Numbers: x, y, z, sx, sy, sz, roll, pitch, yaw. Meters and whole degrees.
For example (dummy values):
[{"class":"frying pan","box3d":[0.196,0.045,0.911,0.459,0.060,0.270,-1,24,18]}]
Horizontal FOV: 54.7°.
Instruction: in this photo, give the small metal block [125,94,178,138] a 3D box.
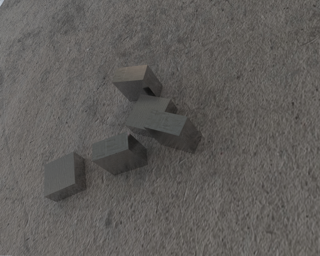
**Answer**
[{"class":"small metal block","box3d":[-0.012,-0.015,0.419,0.050,0.025,0.050,13,68,33]}]

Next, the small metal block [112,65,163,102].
[{"class":"small metal block","box3d":[-0.031,-0.063,0.443,0.050,0.050,0.025,0,62,28]}]

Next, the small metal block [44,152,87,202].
[{"class":"small metal block","box3d":[-0.132,0.068,0.432,0.050,0.025,0.050,-24,53,13]}]

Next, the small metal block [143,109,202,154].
[{"class":"small metal block","box3d":[0.016,0.005,0.376,0.050,0.050,0.025,14,69,33]}]

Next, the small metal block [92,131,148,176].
[{"class":"small metal block","box3d":[-0.050,0.034,0.393,0.050,0.050,0.025,-20,54,17]}]
